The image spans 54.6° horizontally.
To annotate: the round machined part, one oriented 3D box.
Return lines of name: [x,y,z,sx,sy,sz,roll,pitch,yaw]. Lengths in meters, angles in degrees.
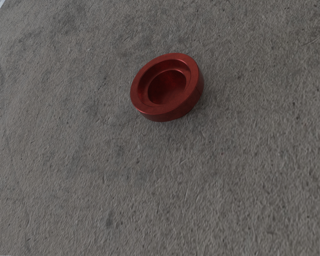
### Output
round machined part: [0.013,-0.050,0.418,0.098,0.042,0.098,-13,56,21]
